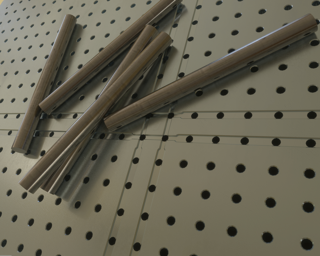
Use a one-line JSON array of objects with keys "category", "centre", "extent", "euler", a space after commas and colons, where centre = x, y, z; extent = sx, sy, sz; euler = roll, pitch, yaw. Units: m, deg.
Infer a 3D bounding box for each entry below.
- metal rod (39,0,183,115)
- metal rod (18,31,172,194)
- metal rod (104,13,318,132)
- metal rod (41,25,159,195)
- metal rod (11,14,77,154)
[{"category": "metal rod", "centre": [-0.083, -0.130, 0.529], "extent": [0.300, 0.025, 0.025], "euler": [-41, 51, 0]}, {"category": "metal rod", "centre": [-0.083, -0.032, 0.447], "extent": [0.025, 0.025, 0.301], "euler": [27, 69, 37]}, {"category": "metal rod", "centre": [0.059, -0.069, 0.418], "extent": [0.301, 0.025, 0.025], "euler": [-26, 53, 12]}, {"category": "metal rod", "centre": [-0.087, -0.037, 0.474], "extent": [0.025, 0.025, 0.300], "euler": [20, 72, 35]}, {"category": "metal rod", "centre": [-0.206, -0.095, 0.571], "extent": [0.025, 0.025, 0.299], "euler": [-5, 59, 25]}]
